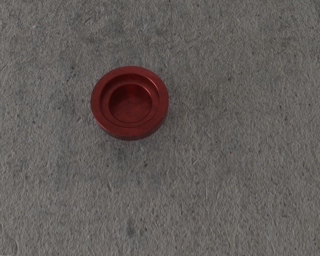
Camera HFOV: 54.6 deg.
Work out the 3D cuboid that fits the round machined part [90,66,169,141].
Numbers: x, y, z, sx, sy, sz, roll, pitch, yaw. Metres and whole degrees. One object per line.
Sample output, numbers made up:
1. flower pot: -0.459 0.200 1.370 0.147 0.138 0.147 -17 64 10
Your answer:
1. round machined part: -0.038 -0.029 0.410 0.099 0.042 0.098 0 70 0
